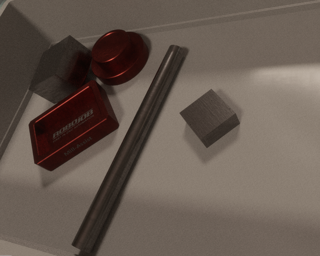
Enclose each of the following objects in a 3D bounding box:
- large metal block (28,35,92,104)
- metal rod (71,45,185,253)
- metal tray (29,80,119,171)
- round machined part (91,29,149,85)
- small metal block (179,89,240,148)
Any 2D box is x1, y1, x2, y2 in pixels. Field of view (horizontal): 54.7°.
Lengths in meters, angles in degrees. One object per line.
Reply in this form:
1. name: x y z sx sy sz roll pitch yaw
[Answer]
1. large metal block: -0.165 -0.096 0.521 0.080 0.050 0.080 -15 54 37
2. metal rod: -0.034 0.013 0.413 0.025 0.025 0.300 12 67 33
3. metal tray: -0.135 -0.005 0.473 0.130 0.030 0.090 -33 52 6
4. round machined part: -0.072 -0.121 0.505 0.098 0.042 0.098 -13 56 20
5. small metal block: 0.061 -0.012 0.381 0.050 0.025 0.050 -37 51 3
